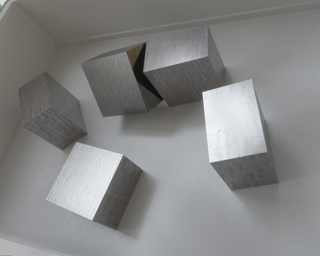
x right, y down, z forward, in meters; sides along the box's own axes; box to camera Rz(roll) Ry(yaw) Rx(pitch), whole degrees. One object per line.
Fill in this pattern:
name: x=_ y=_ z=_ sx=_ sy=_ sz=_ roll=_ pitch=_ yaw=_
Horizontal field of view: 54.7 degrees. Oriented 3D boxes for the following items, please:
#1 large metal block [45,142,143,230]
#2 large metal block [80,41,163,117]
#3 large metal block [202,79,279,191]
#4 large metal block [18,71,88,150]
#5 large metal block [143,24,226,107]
large metal block: x=-0.081 y=0.071 z=0.389 sx=0.080 sy=0.050 sz=0.080 roll=11 pitch=67 yaw=33
large metal block: x=-0.048 y=-0.064 z=0.420 sx=0.080 sy=0.080 sz=0.050 roll=-4 pitch=25 yaw=35
large metal block: x=0.084 y=0.010 z=0.320 sx=0.050 sy=0.080 sz=0.080 roll=-14 pitch=56 yaw=21
large metal block: x=-0.162 y=-0.025 z=0.471 sx=0.050 sy=0.080 sz=0.080 roll=-32 pitch=52 yaw=8
large metal block: x=0.035 y=-0.076 z=0.399 sx=0.080 sy=0.080 sz=0.050 roll=-10 pitch=58 yaw=23
